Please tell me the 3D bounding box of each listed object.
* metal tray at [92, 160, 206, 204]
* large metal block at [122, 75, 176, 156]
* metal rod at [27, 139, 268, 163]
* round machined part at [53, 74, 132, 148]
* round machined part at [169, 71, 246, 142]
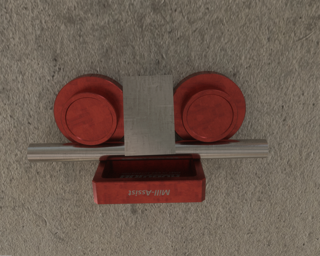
[{"bbox_3d":[-0.013,0.059,0.398,0.131,0.090,0.030,-1,110,0],"label":"metal tray"},{"bbox_3d":[-0.011,-0.011,0.349,0.050,0.080,0.080,-2,87,0],"label":"large metal block"},{"bbox_3d":[-0.015,0.029,0.400,0.302,0.025,0.025,-1,110,0],"label":"metal rod"},{"bbox_3d":[-0.086,-0.017,0.392,0.099,0.042,0.097,0,110,-1],"label":"round machined part"},{"bbox_3d":[0.061,-0.021,0.394,0.099,0.042,0.097,0,110,-1],"label":"round machined part"}]
